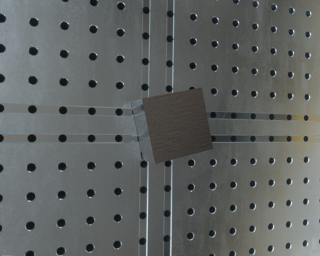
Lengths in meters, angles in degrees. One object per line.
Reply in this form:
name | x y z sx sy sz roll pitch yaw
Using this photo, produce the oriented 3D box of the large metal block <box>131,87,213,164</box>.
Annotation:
large metal block | 0.015 -0.004 0.404 0.081 0.050 0.080 -13 95 -20
